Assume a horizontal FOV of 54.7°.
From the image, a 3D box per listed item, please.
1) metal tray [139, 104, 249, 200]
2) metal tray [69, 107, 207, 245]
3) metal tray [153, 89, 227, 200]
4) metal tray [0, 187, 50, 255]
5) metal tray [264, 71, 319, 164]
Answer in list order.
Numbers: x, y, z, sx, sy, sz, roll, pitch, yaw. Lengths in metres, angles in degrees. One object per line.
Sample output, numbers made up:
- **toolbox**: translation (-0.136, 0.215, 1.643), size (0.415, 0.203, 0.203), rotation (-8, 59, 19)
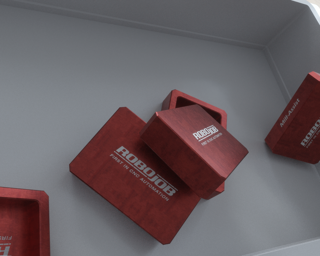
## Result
- **metal tray**: translation (0.045, 0.018, 0.344), size (0.090, 0.030, 0.131), rotation (44, 23, 13)
- **metal tray**: translation (-0.020, 0.051, 0.339), size (0.130, 0.030, 0.090), rotation (39, 72, -1)
- **metal tray**: translation (0.042, 0.019, 0.412), size (0.091, 0.030, 0.130), rotation (22, 54, -15)
- **metal tray**: translation (-0.149, 0.090, 0.233), size (0.131, 0.030, 0.090), rotation (21, 49, -48)
- **metal tray**: translation (0.232, -0.011, 0.468), size (0.091, 0.129, 0.030), rotation (15, 29, -17)
